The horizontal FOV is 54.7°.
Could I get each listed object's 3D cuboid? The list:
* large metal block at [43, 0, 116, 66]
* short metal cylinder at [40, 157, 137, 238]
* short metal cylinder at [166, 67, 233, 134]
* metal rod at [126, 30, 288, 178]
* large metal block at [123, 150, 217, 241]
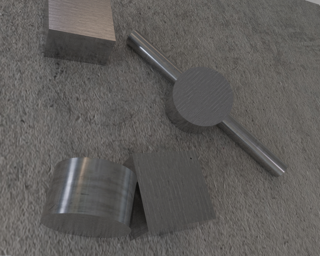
[{"bbox_3d":[-0.109,-0.136,0.412,0.081,0.050,0.080,3,60,-27],"label":"large metal block"},{"bbox_3d":[-0.064,0.068,0.292,0.081,0.080,0.050,17,55,-19],"label":"short metal cylinder"},{"bbox_3d":[0.052,-0.036,0.420,0.081,0.050,0.080,2,78,-10],"label":"short metal cylinder"},{"bbox_3d":[0.069,-0.036,0.462,0.300,0.025,0.025,42,51,1],"label":"metal rod"},{"bbox_3d":[0.005,0.073,0.346,0.081,0.050,0.080,-1,62,-29],"label":"large metal block"}]
